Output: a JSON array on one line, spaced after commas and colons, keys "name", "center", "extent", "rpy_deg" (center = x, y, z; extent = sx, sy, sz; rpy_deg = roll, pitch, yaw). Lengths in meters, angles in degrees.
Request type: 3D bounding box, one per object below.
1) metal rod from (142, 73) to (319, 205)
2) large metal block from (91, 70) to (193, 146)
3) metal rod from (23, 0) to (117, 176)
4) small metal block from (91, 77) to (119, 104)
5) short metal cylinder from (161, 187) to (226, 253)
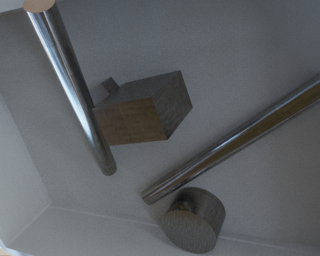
[{"name": "metal rod", "center": [0.071, 0.032, 0.390], "extent": [0.025, 0.025, 0.299], "rpy_deg": [46, 129, -5]}, {"name": "large metal block", "center": [-0.018, -0.024, 0.366], "extent": [0.080, 0.080, 0.050], "rpy_deg": [-7, 115, 31]}, {"name": "metal rod", "center": [-0.088, -0.017, 0.367], "extent": [0.025, 0.025, 0.299], "rpy_deg": [21, 150, 16]}, {"name": "small metal block", "center": [-0.072, -0.034, 0.424], "extent": [0.050, 0.025, 0.050], "rpy_deg": [-30, 102, 37]}, {"name": "short metal cylinder", "center": [0.049, 0.133, 0.448], "extent": [0.080, 0.050, 0.079], "rpy_deg": [13, 124, 20]}]
